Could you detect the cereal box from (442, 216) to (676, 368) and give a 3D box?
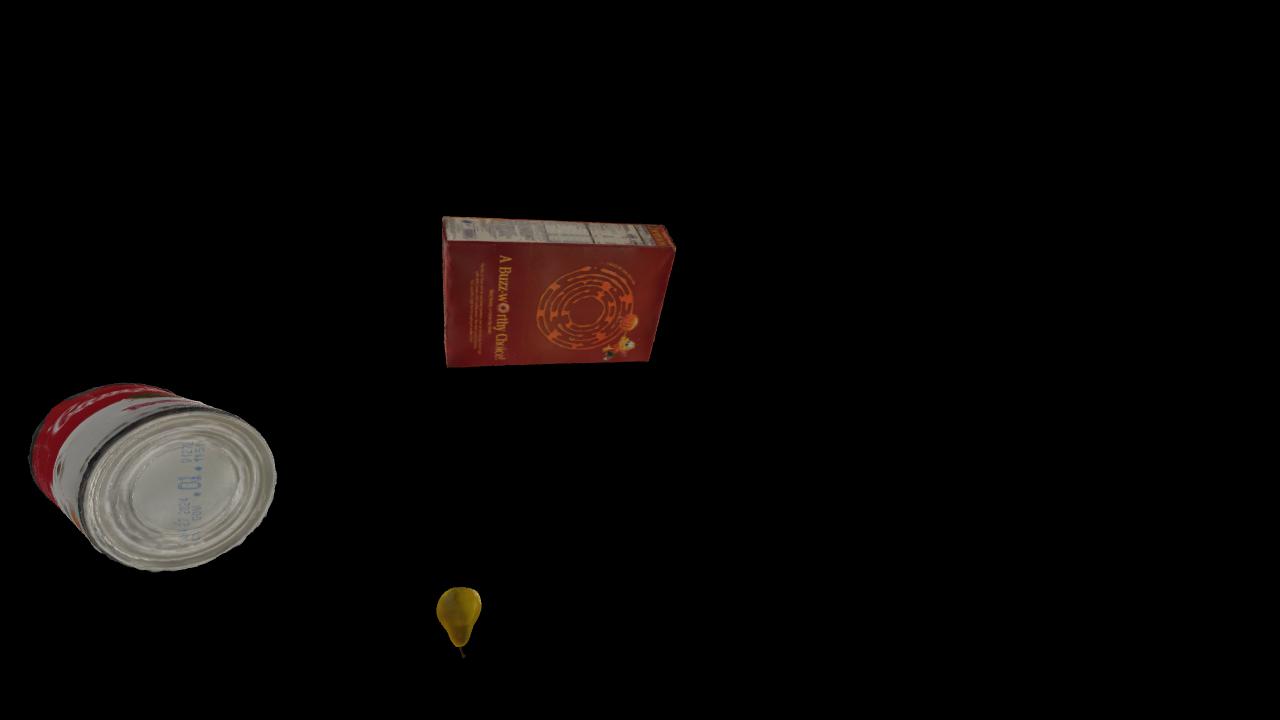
[{"bbox_3d":[-0.117,-0.091,0.864,0.306,0.203,0.081,-3,40,-19],"label":"cereal box"}]

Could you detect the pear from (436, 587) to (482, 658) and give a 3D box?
[{"bbox_3d":[-0.315,0.455,1.066,0.080,0.111,0.080,-3,-30,-2],"label":"pear"}]

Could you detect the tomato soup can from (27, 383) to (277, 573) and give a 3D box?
[{"bbox_3d":[-0.218,0.048,0.274,0.101,0.068,0.068,6,4,38],"label":"tomato soup can"}]
